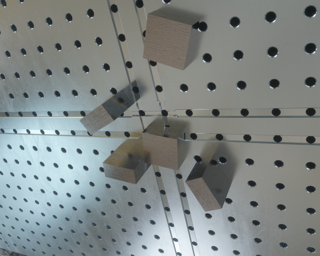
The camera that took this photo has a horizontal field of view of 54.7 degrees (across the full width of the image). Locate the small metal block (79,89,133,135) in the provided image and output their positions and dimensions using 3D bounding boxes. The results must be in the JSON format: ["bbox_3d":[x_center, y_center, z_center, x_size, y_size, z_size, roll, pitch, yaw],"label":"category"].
[{"bbox_3d":[-0.072,-0.022,0.418,0.050,0.050,0.025,-28,103,37],"label":"small metal block"}]

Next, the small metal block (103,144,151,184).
[{"bbox_3d":[-0.046,0.051,0.450,0.050,0.050,0.025,9,122,23],"label":"small metal block"}]

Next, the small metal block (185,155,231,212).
[{"bbox_3d":[0.065,0.072,0.404,0.025,0.050,0.050,-23,106,36],"label":"small metal block"}]

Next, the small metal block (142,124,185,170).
[{"bbox_3d":[0.005,0.026,0.423,0.050,0.025,0.050,10,123,22],"label":"small metal block"}]

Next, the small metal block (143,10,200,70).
[{"bbox_3d":[0.012,-0.098,0.344,0.050,0.025,0.050,20,126,15],"label":"small metal block"}]
